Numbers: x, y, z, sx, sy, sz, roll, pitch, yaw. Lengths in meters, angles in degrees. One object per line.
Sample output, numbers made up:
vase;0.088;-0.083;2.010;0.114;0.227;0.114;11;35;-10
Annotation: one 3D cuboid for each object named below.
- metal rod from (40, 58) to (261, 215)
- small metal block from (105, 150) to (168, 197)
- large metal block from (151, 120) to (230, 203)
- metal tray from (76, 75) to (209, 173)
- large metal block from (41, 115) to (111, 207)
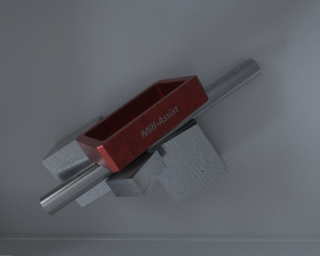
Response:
metal rod;-0.007;0.007;0.373;0.301;0.025;0.025;-34;108;-5
small metal block;-0.028;0.054;0.364;0.050;0.050;0.025;-14;114;44
large metal block;0.033;0.038;0.411;0.080;0.050;0.080;-32;107;10
metal tray;-0.021;-0.010;0.343;0.131;0.090;0.030;-38;110;-21
large metal block;-0.091;0.043;0.409;0.080;0.050;0.080;-32;107;10
